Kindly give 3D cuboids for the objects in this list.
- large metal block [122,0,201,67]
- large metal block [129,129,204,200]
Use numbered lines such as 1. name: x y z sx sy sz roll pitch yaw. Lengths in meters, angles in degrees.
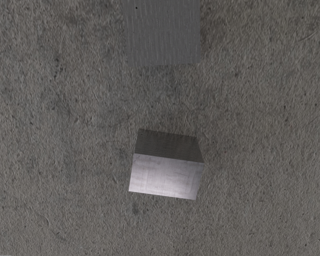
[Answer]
1. large metal block: 0.003 -0.116 0.354 0.080 0.050 0.079 -3 110 1
2. large metal block: 0.007 0.043 0.396 0.081 0.080 0.050 8 110 -3
